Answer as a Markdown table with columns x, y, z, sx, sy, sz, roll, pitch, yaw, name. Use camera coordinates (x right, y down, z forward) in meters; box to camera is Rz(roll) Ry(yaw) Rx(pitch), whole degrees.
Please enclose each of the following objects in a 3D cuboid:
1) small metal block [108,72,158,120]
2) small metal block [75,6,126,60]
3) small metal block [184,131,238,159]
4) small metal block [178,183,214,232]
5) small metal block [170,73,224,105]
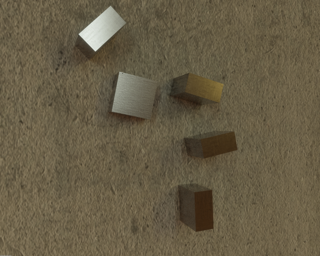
| x | y | z | sx | sy | sz | roll | pitch | yaw | name |
| --- | --- | --- | --- | --- | --- | --- | --- | --- | --- |
| -0.035 | -0.040 | 0.396 | 0.050 | 0.025 | 0.050 | 11 | 86 | -20 | small metal block |
| -0.072 | -0.111 | 0.369 | 0.025 | 0.050 | 0.050 | 46 | 76 | -15 | small metal block |
| 0.068 | 0.021 | 0.421 | 0.050 | 0.050 | 0.025 | -12 | 94 | -20 | small metal block |
| 0.047 | 0.104 | 0.413 | 0.025 | 0.050 | 0.050 | -3 | 91 | -20 | small metal block |
| 0.048 | -0.051 | 0.413 | 0.050 | 0.050 | 0.025 | 15 | 85 | -20 | small metal block |
